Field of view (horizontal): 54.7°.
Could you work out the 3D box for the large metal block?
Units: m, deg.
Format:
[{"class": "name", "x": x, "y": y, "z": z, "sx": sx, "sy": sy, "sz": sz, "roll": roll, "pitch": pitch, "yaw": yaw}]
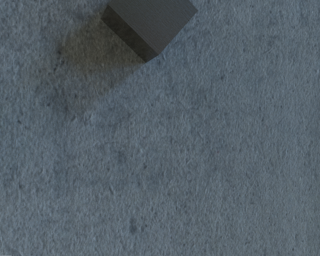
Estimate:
[{"class": "large metal block", "x": -0.014, "y": -0.143, "z": 0.391, "sx": 0.080, "sy": 0.050, "sz": 0.080, "roll": 43, "pitch": 76, "yaw": -15}]
